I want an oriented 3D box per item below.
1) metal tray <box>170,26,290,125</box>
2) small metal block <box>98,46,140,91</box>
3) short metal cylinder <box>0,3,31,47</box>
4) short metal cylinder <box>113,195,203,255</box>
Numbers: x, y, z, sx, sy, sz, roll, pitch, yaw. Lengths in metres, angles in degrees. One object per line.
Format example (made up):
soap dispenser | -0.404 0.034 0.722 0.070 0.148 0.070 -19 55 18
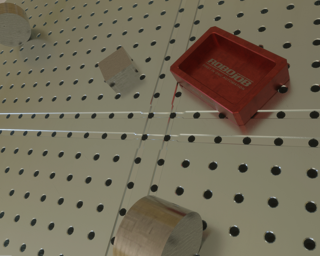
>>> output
metal tray | 0.086 -0.073 0.404 0.090 0.030 0.130 -45 51 -3
small metal block | -0.068 -0.097 0.504 0.050 0.025 0.050 -33 52 6
short metal cylinder | -0.333 -0.229 0.689 0.080 0.080 0.050 -34 52 6
short metal cylinder | 0.000 0.113 0.304 0.050 0.080 0.080 13 69 33
